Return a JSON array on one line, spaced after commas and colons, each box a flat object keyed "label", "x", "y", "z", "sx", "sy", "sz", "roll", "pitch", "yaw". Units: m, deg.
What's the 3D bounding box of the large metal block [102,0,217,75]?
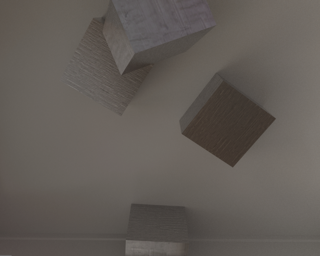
[{"label": "large metal block", "x": -0.005, "y": -0.097, "z": 0.302, "sx": 0.081, "sy": 0.080, "sz": 0.050, "roll": -24, "pitch": 93, "yaw": -15}]

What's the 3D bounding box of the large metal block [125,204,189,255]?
[{"label": "large metal block", "x": -0.005, "y": 0.153, "z": 0.438, "sx": 0.081, "sy": 0.080, "sz": 0.050, "roll": 4, "pitch": 110, "yaw": -2}]

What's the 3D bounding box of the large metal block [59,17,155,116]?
[{"label": "large metal block", "x": -0.058, "y": -0.074, "z": 0.370, "sx": 0.080, "sy": 0.050, "sz": 0.080, "roll": 31, "pitch": 107, "yaw": -11}]

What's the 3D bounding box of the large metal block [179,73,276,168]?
[{"label": "large metal block", "x": 0.082, "y": -0.011, "z": 0.395, "sx": 0.080, "sy": 0.050, "sz": 0.080, "roll": 33, "pitch": 107, "yaw": -12}]
